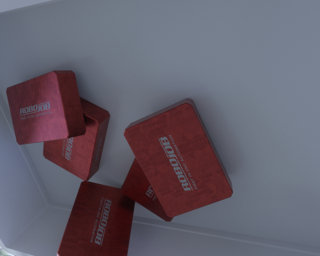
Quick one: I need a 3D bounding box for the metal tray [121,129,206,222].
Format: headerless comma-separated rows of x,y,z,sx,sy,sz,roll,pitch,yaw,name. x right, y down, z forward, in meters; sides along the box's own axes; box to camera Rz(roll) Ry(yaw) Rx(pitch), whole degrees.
0.004,0.069,0.444,0.090,0.030,0.129,31,128,7,metal tray

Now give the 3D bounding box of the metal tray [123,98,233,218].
0.024,0.039,0.388,0.090,0.030,0.129,-24,101,14,metal tray

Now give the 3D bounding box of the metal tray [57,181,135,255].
-0.089,0.145,0.460,0.091,0.130,0.030,15,128,-8,metal tray

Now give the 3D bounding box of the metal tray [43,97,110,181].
-0.133,0.013,0.482,0.090,0.030,0.129,27,128,10,metal tray

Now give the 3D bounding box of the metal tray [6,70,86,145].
-0.168,-0.026,0.449,0.130,0.030,0.089,-8,94,37,metal tray
